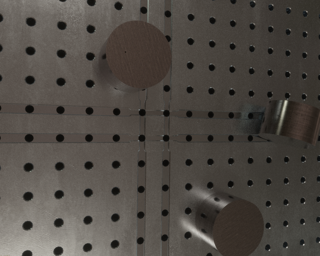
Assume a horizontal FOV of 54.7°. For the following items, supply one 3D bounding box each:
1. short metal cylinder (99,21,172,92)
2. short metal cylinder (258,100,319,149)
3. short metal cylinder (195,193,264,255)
[{"bbox_3d":[-0.032,-0.087,0.388,0.081,0.050,0.079,0,90,-21],"label":"short metal cylinder"},{"bbox_3d":[0.192,-0.004,0.456,0.081,0.080,0.050,18,84,-20],"label":"short metal cylinder"},{"bbox_3d":[0.097,0.136,0.437,0.081,0.050,0.079,0,90,-21],"label":"short metal cylinder"}]
